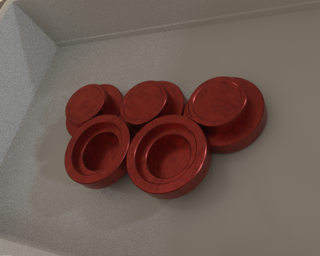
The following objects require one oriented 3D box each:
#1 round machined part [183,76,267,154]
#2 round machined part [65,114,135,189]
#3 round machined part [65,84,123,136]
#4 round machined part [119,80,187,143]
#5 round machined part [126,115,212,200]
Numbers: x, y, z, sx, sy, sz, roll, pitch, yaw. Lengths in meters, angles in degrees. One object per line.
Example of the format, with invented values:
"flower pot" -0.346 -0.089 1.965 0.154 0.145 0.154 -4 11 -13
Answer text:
"round machined part" 0.072 -0.022 0.367 0.098 0.042 0.098 -14 55 21
"round machined part" -0.073 0.034 0.410 0.098 0.042 0.098 -13 56 21
"round machined part" -0.100 -0.027 0.460 0.098 0.042 0.098 -13 56 20
"round machined part" -0.014 -0.024 0.414 0.098 0.042 0.098 -14 55 21
"round machined part" 0.013 0.036 0.363 0.098 0.042 0.098 -13 56 21
